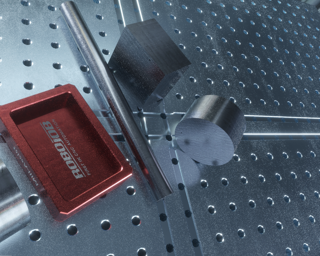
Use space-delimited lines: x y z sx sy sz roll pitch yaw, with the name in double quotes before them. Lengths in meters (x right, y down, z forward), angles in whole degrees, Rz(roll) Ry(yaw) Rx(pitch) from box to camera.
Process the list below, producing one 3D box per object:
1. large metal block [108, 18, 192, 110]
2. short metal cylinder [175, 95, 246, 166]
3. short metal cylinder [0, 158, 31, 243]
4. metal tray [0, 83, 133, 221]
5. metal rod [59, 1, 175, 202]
"large metal block" -0.018 -0.085 0.417 0.050 0.080 0.080 -30 79 -38
"short metal cylinder" 0.067 0.003 0.409 0.080 0.080 0.050 39 51 -3
"short metal cylinder" -0.152 0.060 0.255 0.050 0.080 0.080 -30 79 -38
"metal tray" -0.103 0.021 0.337 0.091 0.030 0.130 -29 78 -38
"metal rod" -0.063 -0.045 0.403 0.025 0.025 0.299 -17 71 -35
